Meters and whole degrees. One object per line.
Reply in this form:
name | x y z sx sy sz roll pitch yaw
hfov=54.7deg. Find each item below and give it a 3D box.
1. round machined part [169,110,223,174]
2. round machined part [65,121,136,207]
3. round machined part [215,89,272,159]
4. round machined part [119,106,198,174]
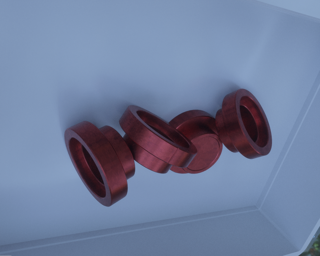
round machined part | 0.050 0.027 0.443 0.099 0.042 0.097 -14 125 -21
round machined part | -0.065 0.036 0.352 0.042 0.098 0.097 -29 130 -30
round machined part | 0.115 -0.003 0.438 0.042 0.098 0.098 -24 141 38
round machined part | -0.007 0.017 0.369 0.098 0.098 0.042 25 104 -37
